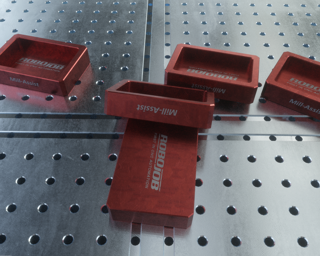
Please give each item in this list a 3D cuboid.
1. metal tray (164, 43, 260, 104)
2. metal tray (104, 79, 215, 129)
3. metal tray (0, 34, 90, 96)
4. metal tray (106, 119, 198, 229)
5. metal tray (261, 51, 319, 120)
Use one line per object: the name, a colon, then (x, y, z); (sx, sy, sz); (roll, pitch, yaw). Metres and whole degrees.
metal tray: (0.080, -0.085, 0.469); (0.131, 0.030, 0.090); (12, 44, 9)
metal tray: (0.004, -0.035, 0.405); (0.131, 0.030, 0.090); (8, 19, 6)
metal tray: (-0.189, -0.102, 0.487); (0.131, 0.030, 0.090); (12, 51, 9)
metal tray: (-0.003, 0.046, 0.366); (0.091, 0.030, 0.130); (6, 50, 4)
metal tray: (0.229, -0.058, 0.456); (0.130, 0.030, 0.090); (26, 54, 20)
